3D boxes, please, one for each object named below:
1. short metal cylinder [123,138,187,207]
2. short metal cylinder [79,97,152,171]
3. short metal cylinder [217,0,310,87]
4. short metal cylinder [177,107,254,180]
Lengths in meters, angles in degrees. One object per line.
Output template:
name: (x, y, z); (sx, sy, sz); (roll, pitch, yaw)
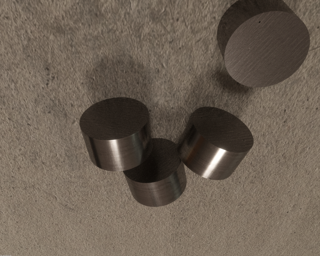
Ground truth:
short metal cylinder: (-0.007, 0.059, 0.422); (0.080, 0.080, 0.050); (-8, 130, 6)
short metal cylinder: (-0.051, 0.006, 0.376); (0.080, 0.080, 0.050); (-3, 130, 2)
short metal cylinder: (0.102, -0.089, 0.317); (0.081, 0.050, 0.079); (0, 130, 0)
short metal cylinder: (0.068, 0.018, 0.388); (0.081, 0.080, 0.050); (14, 129, -13)
